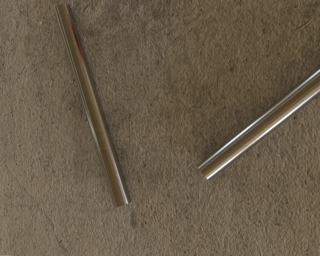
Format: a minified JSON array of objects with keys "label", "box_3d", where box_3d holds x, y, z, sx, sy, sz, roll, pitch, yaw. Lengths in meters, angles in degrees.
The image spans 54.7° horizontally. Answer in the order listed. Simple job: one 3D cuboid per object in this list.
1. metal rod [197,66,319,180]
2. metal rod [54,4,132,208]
[{"label":"metal rod","box_3d":[0.164,-0.040,0.351,0.299,0.025,0.025,-41,77,15]},{"label":"metal rod","box_3d":[-0.098,-0.036,0.441,0.025,0.025,0.299,-21,83,18]}]
